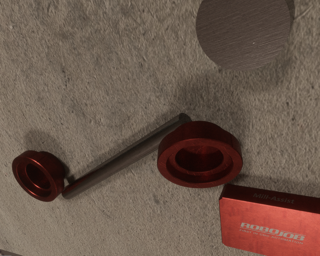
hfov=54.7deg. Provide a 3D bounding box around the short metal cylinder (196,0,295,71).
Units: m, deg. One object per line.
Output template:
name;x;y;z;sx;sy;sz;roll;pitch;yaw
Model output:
short metal cylinder;0.080;-0.099;0.287;0.080;0.050;0.079;13;124;20

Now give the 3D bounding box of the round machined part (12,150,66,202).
round machined part;-0.210;0.080;0.553;0.098;0.042;0.097;13;124;21

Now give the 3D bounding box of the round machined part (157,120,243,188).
round machined part;0.047;0.029;0.372;0.099;0.042;0.097;2;138;2

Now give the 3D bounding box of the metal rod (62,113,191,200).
metal rod;-0.068;0.055;0.474;0.299;0.025;0.025;-32;101;38

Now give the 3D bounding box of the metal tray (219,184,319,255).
metal tray;0.147;0.126;0.404;0.130;0.030;0.089;5;121;25
